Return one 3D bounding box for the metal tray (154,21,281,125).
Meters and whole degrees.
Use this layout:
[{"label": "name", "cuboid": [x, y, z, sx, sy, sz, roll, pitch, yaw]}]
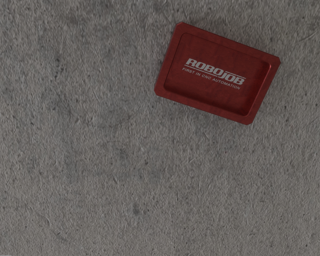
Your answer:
[{"label": "metal tray", "cuboid": [0.067, -0.066, 0.383, 0.131, 0.030, 0.089, 18, 109, -7]}]
